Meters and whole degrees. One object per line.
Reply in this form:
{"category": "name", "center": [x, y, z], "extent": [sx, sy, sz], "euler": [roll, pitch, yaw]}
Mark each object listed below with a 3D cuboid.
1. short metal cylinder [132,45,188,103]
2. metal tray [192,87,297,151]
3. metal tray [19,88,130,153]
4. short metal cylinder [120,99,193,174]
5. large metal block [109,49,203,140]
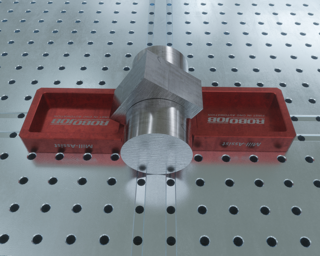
{"category": "short metal cylinder", "center": [0.000, -0.065, 0.426], "extent": [0.080, 0.080, 0.050], "euler": [1, 50, 1]}
{"category": "metal tray", "center": [0.103, -0.014, 0.416], "extent": [0.131, 0.030, 0.090], "euler": [1, 50, 0]}
{"category": "metal tray", "center": [-0.106, -0.012, 0.413], "extent": [0.131, 0.030, 0.090], "euler": [1, 50, 0]}
{"category": "short metal cylinder", "center": [-0.003, 0.012, 0.361], "extent": [0.080, 0.080, 0.050], "euler": [1, 50, 1]}
{"category": "large metal block", "center": [-0.005, -0.036, 0.383], "extent": [0.080, 0.080, 0.050], "euler": [25, 45, -24]}
